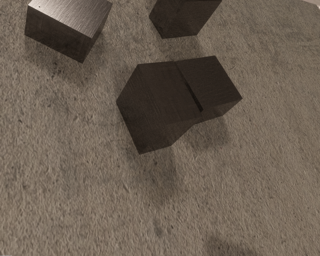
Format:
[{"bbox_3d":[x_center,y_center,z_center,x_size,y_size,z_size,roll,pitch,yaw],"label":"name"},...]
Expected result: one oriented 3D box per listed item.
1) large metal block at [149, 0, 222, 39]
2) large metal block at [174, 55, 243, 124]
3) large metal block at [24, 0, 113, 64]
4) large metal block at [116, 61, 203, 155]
[{"bbox_3d":[0.041,-0.197,0.513,0.081,0.080,0.050,-18,72,-35],"label":"large metal block"},{"bbox_3d":[0.060,-0.055,0.456,0.081,0.050,0.080,-17,71,-35],"label":"large metal block"},{"bbox_3d":[-0.120,-0.146,0.413,0.080,0.050,0.080,26,52,-13],"label":"large metal block"},{"bbox_3d":[-0.005,-0.024,0.382,0.050,0.080,0.080,-13,69,-34],"label":"large metal block"}]
